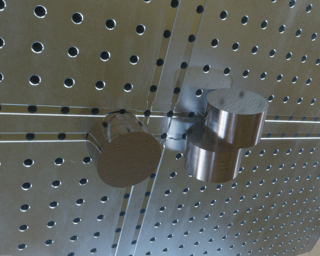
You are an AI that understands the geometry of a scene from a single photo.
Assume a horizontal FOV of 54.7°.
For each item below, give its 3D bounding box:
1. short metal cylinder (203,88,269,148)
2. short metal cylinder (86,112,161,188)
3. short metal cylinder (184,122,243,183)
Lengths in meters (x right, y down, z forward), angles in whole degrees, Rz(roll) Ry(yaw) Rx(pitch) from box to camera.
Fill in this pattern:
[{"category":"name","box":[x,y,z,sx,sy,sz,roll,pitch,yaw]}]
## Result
[{"category":"short metal cylinder","box":[0.101,-0.015,0.421,0.081,0.080,0.050,-11,123,-22]},{"category":"short metal cylinder","box":[-0.046,0.027,0.387,0.081,0.050,0.079,-14,125,-21]},{"category":"short metal cylinder","box":[0.075,0.032,0.437,0.081,0.080,0.050,-11,123,-22]}]
